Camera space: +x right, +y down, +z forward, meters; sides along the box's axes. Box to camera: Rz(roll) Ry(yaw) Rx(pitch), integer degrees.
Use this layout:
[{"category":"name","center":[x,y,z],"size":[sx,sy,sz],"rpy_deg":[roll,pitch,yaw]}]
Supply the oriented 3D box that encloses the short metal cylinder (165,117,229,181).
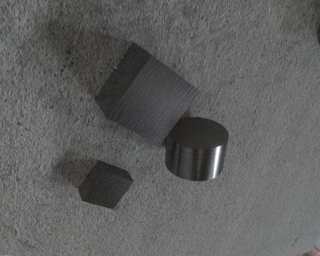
[{"category":"short metal cylinder","center":[0.048,0.026,0.416],"size":[0.081,0.080,0.050],"rpy_deg":[-12,124,-23]}]

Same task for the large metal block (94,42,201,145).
[{"category":"large metal block","center":[-0.015,-0.038,0.360],"size":[0.080,0.050,0.080],"rpy_deg":[29,102,-38]}]

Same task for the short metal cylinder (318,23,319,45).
[{"category":"short metal cylinder","center":[0.284,-0.149,0.457],"size":[0.081,0.050,0.079],"rpy_deg":[-14,125,-21]}]

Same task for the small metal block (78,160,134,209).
[{"category":"small metal block","center":[-0.073,0.077,0.416],"size":[0.050,0.025,0.050],"rpy_deg":[29,102,-38]}]
